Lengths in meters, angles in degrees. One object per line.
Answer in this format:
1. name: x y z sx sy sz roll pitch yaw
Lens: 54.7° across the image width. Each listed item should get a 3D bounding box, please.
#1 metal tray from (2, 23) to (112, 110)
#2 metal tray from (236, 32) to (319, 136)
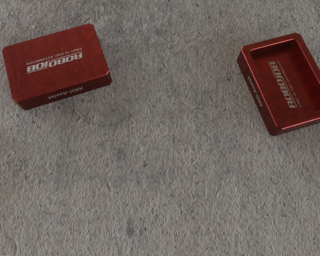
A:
1. metal tray: -0.144 -0.087 0.436 0.131 0.030 0.090 -18 71 -7
2. metal tray: 0.174 -0.062 0.429 0.091 0.030 0.130 -16 71 -6
